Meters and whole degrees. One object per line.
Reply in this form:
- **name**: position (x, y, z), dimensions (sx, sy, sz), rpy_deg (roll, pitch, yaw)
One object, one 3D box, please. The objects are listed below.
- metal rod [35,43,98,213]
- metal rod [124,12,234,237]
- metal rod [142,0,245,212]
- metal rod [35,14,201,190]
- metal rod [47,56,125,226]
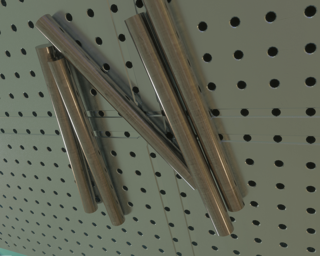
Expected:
- **metal rod**: position (-0.141, 0.018, 0.494), dimensions (0.025, 0.025, 0.298), rpy_deg (7, 122, 24)
- **metal rod**: position (0.030, 0.007, 0.385), dimensions (0.025, 0.025, 0.299), rpy_deg (-14, 107, 33)
- **metal rod**: position (0.045, -0.023, 0.372), dimensions (0.025, 0.025, 0.299), rpy_deg (-11, 113, 32)
- **metal rod**: position (-0.049, -0.031, 0.415), dimensions (0.300, 0.025, 0.025), rpy_deg (46, 129, -5)
- **metal rod**: position (-0.106, 0.036, 0.481), dimensions (0.025, 0.025, 0.298), rpy_deg (1, 121, 27)
